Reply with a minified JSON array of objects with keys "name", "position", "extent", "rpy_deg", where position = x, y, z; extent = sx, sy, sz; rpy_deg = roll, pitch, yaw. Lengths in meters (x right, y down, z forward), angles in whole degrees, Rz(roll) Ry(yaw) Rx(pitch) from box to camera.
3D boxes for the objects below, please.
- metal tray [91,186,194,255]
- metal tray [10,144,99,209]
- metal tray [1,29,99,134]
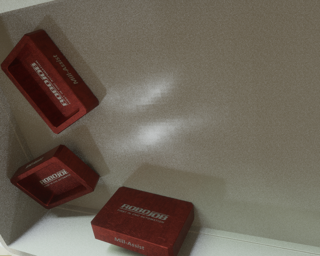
[{"name":"metal tray","position":[-0.024,0.139,0.465],"extent":[0.130,0.090,0.030],"rpy_deg":[8,122,24]},{"name":"metal tray","position":[-0.181,0.088,0.531],"extent":[0.130,0.030,0.090],"rpy_deg":[-26,119,30]},{"name":"metal tray","position":[-0.161,-0.063,0.451],"extent":[0.090,0.030,0.130],"rpy_deg":[-28,103,37]}]
